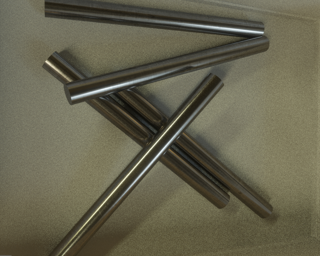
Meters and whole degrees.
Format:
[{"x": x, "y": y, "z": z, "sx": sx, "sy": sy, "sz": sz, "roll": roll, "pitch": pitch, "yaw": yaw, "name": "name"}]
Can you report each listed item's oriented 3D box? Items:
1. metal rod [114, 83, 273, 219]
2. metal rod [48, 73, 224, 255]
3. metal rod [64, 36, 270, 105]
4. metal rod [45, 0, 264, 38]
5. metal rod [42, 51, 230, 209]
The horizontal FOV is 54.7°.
[{"x": 0.051, "y": 0.034, "z": 0.430, "sx": 0.300, "sy": 0.025, "sz": 0.025, "roll": 40, "pitch": 77, "yaw": -16, "name": "metal rod"}, {"x": -0.027, "y": 0.050, "z": 0.379, "sx": 0.025, "sy": 0.025, "sz": 0.300, "roll": 43, "pitch": 84, "yaw": -16, "name": "metal rod"}, {"x": 0.027, "y": -0.082, "z": 0.404, "sx": 0.302, "sy": 0.025, "sz": 0.025, "roll": -19, "pitch": 97, "yaw": -25, "name": "metal rod"}, {"x": 0.007, "y": -0.145, "z": 0.413, "sx": 0.303, "sy": 0.025, "sz": 0.025, "roll": -1, "pitch": 91, "yaw": -21, "name": "metal rod"}, {"x": -0.019, "y": 0.012, "z": 0.404, "sx": 0.300, "sy": 0.025, "sz": 0.025, "roll": 40, "pitch": 77, "yaw": -16, "name": "metal rod"}]
